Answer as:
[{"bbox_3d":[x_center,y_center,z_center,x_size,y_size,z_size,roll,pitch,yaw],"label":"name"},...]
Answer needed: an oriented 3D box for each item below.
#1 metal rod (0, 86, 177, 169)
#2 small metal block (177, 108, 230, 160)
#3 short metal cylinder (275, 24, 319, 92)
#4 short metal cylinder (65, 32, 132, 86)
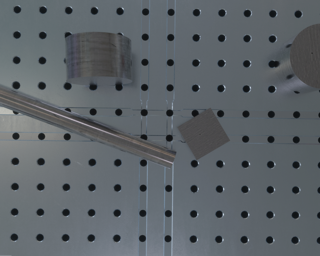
[{"bbox_3d":[-0.124,-0.010,0.412,0.301,0.025,0.025,20,90,0],"label":"metal rod"},{"bbox_3d":[0.057,0.008,0.414,0.050,0.025,0.050,-31,90,0],"label":"small metal block"},{"bbox_3d":[0.198,-0.088,0.402,0.081,0.050,0.079,0,90,0],"label":"short metal cylinder"},{"bbox_3d":[-0.075,-0.083,0.385,0.081,0.080,0.050,-1,90,0],"label":"short metal cylinder"}]
